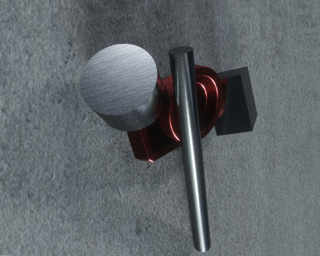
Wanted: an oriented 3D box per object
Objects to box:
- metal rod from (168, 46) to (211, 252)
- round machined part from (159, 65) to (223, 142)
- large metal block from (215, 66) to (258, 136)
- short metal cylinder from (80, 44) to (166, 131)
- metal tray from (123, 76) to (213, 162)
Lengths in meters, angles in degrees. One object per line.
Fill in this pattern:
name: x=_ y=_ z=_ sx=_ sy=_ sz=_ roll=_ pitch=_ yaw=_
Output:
metal rod: x=0.042 y=0.048 z=0.387 sx=0.025 sy=0.025 sz=0.298 roll=-34 pitch=128 yaw=-35
round machined part: x=0.033 y=-0.032 z=0.393 sx=0.099 sy=0.042 sz=0.097 roll=-19 pitch=118 yaw=-39
large metal block: x=0.109 y=-0.042 z=0.462 sx=0.080 sy=0.050 sz=0.080 roll=-41 pitch=118 yaw=-61
short metal cylinder: x=-0.037 y=-0.042 z=0.332 sx=0.050 sy=0.080 sz=0.080 roll=60 pitch=46 yaw=-68
metal tray: x=0.013 y=-0.021 z=0.416 sx=0.131 sy=0.030 sz=0.089 roll=-26 pitch=107 yaw=-37
